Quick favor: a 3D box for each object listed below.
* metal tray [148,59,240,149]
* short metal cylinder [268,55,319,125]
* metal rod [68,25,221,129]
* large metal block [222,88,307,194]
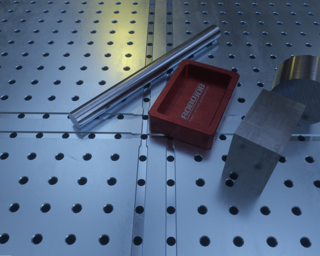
[{"bbox_3d":[0.050,-0.039,0.437,0.090,0.030,0.130,19,52,15],"label":"metal tray"},{"bbox_3d":[0.191,-0.050,0.415,0.080,0.080,0.050,17,52,14],"label":"short metal cylinder"},{"bbox_3d":[-0.008,-0.091,0.483,0.025,0.025,0.302,37,59,27],"label":"metal rod"},{"bbox_3d":[0.119,0.016,0.359,0.050,0.080,0.080,27,55,21],"label":"large metal block"}]
